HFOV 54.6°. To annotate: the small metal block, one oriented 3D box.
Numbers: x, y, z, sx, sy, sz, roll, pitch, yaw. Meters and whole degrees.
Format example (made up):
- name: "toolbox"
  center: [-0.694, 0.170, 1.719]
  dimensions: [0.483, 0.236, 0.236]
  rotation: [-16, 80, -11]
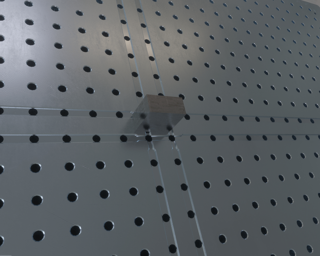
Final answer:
- name: "small metal block"
  center: [-0.002, -0.017, 0.401]
  dimensions: [0.050, 0.050, 0.025]
  rotation: [2, 61, -27]
